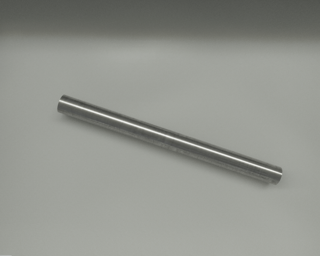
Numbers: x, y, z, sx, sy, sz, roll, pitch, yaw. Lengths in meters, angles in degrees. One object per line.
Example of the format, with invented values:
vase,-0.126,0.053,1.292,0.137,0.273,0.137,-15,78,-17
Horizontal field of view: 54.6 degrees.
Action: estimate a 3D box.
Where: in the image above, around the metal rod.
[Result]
metal rod,0.013,0.016,0.410,0.301,0.025,0.025,19,90,0
